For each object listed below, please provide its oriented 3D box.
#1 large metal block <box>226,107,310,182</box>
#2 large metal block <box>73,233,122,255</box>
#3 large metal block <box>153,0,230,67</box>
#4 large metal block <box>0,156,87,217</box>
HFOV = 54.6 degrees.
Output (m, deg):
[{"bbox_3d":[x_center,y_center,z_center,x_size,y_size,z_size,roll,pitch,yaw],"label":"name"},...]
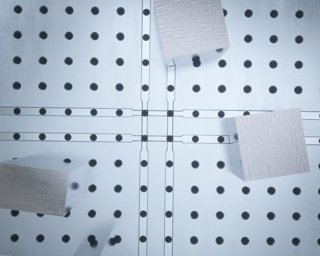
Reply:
[{"bbox_3d":[0.137,0.020,0.402,0.080,0.050,0.080,-9,90,0],"label":"large metal block"},{"bbox_3d":[-0.073,0.191,0.386,0.050,0.080,0.080,-26,90,0],"label":"large metal block"},{"bbox_3d":[0.038,-0.130,0.401,0.080,0.050,0.080,-11,90,0],"label":"large metal block"},{"bbox_3d":[-0.144,0.069,0.385,0.080,0.080,0.050,8,90,0],"label":"large metal block"}]
